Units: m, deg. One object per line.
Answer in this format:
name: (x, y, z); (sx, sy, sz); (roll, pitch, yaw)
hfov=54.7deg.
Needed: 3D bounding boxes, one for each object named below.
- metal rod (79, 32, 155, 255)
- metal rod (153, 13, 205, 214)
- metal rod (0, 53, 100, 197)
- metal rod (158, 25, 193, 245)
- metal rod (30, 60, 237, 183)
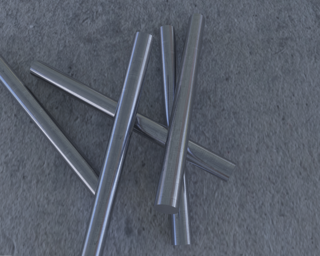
metal rod: (-0.052, 0.033, 0.361); (0.025, 0.025, 0.299); (12, 83, 4)
metal rod: (0.031, -0.042, 0.384); (0.025, 0.025, 0.300); (10, 55, 3)
metal rod: (-0.169, -0.026, 0.415); (0.025, 0.025, 0.300); (-40, 75, -13)
metal rod: (0.018, -0.005, 0.410); (0.025, 0.025, 0.299); (-3, 70, -1)
metal rod: (-0.046, -0.016, 0.395); (0.301, 0.025, 0.025); (28, 72, 16)
